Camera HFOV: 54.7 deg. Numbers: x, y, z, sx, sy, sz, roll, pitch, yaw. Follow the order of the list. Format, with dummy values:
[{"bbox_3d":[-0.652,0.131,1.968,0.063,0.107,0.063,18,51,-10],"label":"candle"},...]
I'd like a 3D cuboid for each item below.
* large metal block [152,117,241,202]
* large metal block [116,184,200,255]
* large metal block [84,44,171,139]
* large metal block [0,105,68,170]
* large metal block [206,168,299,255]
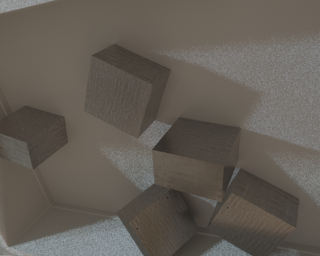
[{"bbox_3d":[0.046,0.033,0.369,0.080,0.080,0.050,11,123,22],"label":"large metal block"},{"bbox_3d":[-0.002,0.135,0.448,0.050,0.080,0.080,1,123,62],"label":"large metal block"},{"bbox_3d":[-0.042,-0.046,0.386,0.080,0.050,0.079,27,128,11],"label":"large metal block"},{"bbox_3d":[-0.207,0.012,0.490,0.080,0.080,0.050,16,125,19],"label":"large metal block"},{"bbox_3d":[0.118,0.112,0.399,0.080,0.050,0.079,28,128,10],"label":"large metal block"}]
